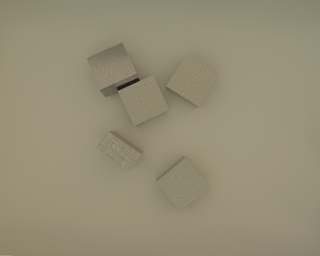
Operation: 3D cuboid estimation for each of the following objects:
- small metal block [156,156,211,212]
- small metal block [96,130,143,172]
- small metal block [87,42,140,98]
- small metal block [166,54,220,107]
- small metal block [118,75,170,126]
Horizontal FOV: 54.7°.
[{"bbox_3d":[0.030,0.073,0.412,0.050,0.025,0.050,-40,91,0],"label":"small metal block"},{"bbox_3d":[-0.050,0.028,0.398,0.050,0.050,0.025,35,90,-1],"label":"small metal block"},{"bbox_3d":[-0.060,-0.075,0.403,0.050,0.025,0.050,-24,72,0],"label":"small metal block"},{"bbox_3d":[0.042,-0.062,0.412,0.050,0.025,0.050,32,90,-1],"label":"small metal block"},{"bbox_3d":[-0.021,-0.036,0.411,0.050,0.025,0.050,-25,91,-1],"label":"small metal block"}]
